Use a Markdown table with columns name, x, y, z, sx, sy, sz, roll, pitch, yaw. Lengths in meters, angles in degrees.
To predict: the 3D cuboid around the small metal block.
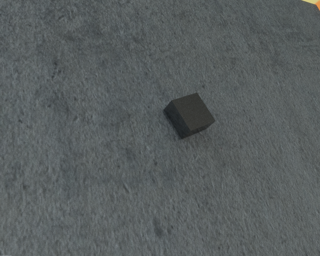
| name | x | y | z | sx | sy | sz | roll | pitch | yaw |
| --- | --- | --- | --- | --- | --- | --- | --- | --- | --- |
| small metal block | 0.042 | -0.018 | 0.439 | 0.050 | 0.025 | 0.050 | -20 | 73 | -36 |
